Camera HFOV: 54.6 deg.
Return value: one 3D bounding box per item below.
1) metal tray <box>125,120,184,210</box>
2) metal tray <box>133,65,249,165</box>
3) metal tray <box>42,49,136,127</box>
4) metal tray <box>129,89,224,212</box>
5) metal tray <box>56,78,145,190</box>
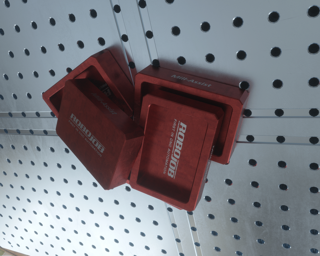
[{"bbox_3d":[-0.010,0.053,0.446,0.130,0.030,0.089,24,127,14],"label":"metal tray"},{"bbox_3d":[0.032,-0.017,0.380,0.130,0.030,0.089,18,125,18],"label":"metal tray"},{"bbox_3d":[-0.097,-0.039,0.435,0.130,0.030,0.090,-24,105,37],"label":"metal tray"},{"bbox_3d":[0.017,0.028,0.376,0.090,0.030,0.129,18,114,18],"label":"metal tray"},{"bbox_3d":[-0.084,0.005,0.403,0.130,0.030,0.089,41,125,29],"label":"metal tray"}]
